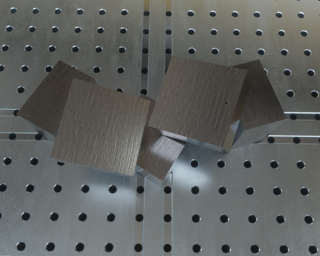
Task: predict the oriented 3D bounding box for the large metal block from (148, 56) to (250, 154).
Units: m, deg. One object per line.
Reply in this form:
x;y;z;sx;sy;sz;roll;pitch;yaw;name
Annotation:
0.044;-0.024;0.334;0.080;0.050;0.080;16;83;21;large metal block

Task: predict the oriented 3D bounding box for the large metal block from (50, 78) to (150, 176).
-0.064;0.003;0.327;0.081;0.050;0.080;16;77;-17;large metal block

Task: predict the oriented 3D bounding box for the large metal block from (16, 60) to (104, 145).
-0.118;-0.023;0.389;0.050;0.080;0.080;28;72;9;large metal block

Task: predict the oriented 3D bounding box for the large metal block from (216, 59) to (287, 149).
0.106;-0.027;0.393;0.050;0.080;0.080;-15;71;-6;large metal block

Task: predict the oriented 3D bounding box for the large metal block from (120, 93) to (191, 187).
-0.010;0.016;0.392;0.080;0.050;0.080;31;73;10;large metal block
